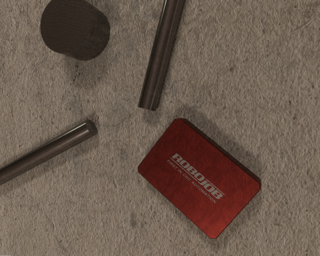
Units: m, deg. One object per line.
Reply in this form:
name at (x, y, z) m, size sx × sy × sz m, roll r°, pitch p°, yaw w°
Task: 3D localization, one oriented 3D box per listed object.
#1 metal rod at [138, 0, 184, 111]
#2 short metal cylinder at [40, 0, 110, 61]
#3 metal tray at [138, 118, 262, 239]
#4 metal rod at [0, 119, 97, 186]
metal rod at (0.019, -0.169, 0.401) m, size 0.025 × 0.025 × 0.298 m, roll 16°, pitch 95°, yaw 19°
short metal cylinder at (-0.118, -0.140, 0.436) m, size 0.080 × 0.050 × 0.079 m, roll 0°, pitch 90°, yaw 19°
metal tray at (0.047, 0.060, 0.389) m, size 0.130 × 0.030 × 0.090 m, roll 40°, pitch 102°, yaw 15°
metal rod at (-0.226, 0.063, 0.486) m, size 0.300 × 0.025 × 0.025 m, roll -27°, pitch 82°, yaw 17°
